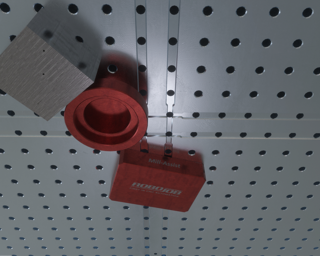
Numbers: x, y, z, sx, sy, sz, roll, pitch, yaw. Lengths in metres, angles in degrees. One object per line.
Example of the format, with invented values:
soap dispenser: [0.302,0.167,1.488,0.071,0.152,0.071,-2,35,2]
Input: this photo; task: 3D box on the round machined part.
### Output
round machined part: [-0.064,-0.020,0.383,0.099,0.042,0.097,0,130,0]

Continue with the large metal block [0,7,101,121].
large metal block: [-0.125,-0.066,0.337,0.080,0.050,0.080,-34,123,25]

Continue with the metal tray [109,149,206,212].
metal tray: [-0.006,0.084,0.480,0.131,0.030,0.089,12,129,-11]
